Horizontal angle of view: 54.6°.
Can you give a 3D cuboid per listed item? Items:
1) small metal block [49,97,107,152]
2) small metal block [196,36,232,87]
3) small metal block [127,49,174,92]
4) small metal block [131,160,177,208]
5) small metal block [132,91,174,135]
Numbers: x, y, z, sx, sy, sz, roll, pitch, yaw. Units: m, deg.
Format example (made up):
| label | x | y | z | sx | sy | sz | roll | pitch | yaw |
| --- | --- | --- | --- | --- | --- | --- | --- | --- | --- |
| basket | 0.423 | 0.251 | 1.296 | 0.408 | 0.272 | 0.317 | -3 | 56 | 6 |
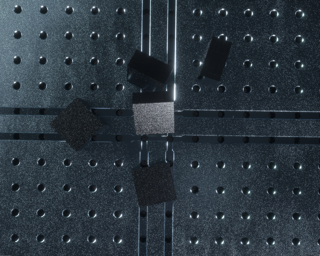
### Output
| label | x | y | z | sx | sy | sz | roll | pitch | yaw |
| --- | --- | --- | --- | --- | --- | --- | --- | --- | --- |
| small metal block | -0.108 | -0.004 | 0.413 | 0.050 | 0.025 | 0.050 | -44 | 90 | 0 |
| small metal block | 0.068 | -0.084 | 0.401 | 0.025 | 0.050 | 0.050 | 18 | 90 | 0 |
| small metal block | -0.014 | -0.069 | 0.398 | 0.050 | 0.050 | 0.025 | 27 | 75 | 0 |
| small metal block | -0.007 | 0.074 | 0.413 | 0.050 | 0.025 | 0.050 | -13 | 90 | 0 |
| small metal block | -0.008 | -0.019 | 0.400 | 0.050 | 0.025 | 0.050 | -3 | 130 | 0 |
